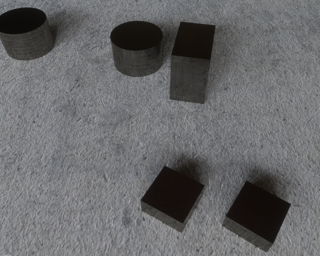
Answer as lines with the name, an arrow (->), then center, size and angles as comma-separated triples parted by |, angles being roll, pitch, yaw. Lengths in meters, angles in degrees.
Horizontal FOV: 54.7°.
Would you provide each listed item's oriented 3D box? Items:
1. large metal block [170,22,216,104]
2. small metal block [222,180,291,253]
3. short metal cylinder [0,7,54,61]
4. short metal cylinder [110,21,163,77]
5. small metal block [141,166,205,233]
large metal block -> 0.047, -0.094, 0.447 | 0.050, 0.080, 0.080 | 9, 51, 7
small metal block -> 0.101, 0.092, 0.327 | 0.050, 0.025, 0.050 | 28, 55, 21
short metal cylinder -> -0.225, -0.158, 0.518 | 0.081, 0.050, 0.080 | 0, 50, 0
short metal cylinder -> -0.036, -0.127, 0.493 | 0.081, 0.050, 0.080 | 0, 50, 0
small metal block -> 0.014, 0.077, 0.339 | 0.050, 0.025, 0.050 | 25, 54, 19
